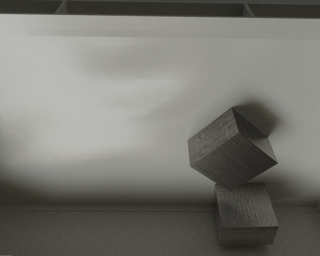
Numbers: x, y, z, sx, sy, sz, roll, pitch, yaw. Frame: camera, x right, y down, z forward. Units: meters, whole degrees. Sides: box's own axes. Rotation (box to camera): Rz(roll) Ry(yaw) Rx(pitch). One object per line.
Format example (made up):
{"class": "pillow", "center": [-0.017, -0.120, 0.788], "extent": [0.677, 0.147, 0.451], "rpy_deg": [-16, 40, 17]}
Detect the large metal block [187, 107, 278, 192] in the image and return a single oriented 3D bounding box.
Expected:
{"class": "large metal block", "center": [0.096, 0.032, 0.420], "extent": [0.080, 0.050, 0.080], "rpy_deg": [34, 122, -26]}

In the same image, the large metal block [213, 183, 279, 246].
{"class": "large metal block", "center": [0.131, 0.135, 0.489], "extent": [0.080, 0.080, 0.050], "rpy_deg": [-2, 130, 2]}
